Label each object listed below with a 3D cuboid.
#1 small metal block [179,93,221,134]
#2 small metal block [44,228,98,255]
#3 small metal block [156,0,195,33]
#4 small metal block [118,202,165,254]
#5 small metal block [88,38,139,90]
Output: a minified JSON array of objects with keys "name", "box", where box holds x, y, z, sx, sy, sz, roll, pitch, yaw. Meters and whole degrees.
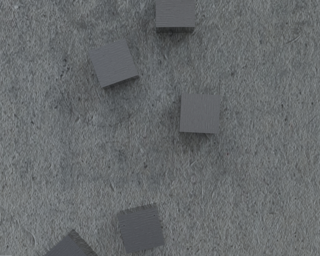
[{"name":"small metal block","box":[0.052,-0.019,0.410,0.050,0.025,0.050,3,90,0]},{"name":"small metal block","box":[-0.120,0.172,0.409,0.050,0.025,0.050,-42,90,0]},{"name":"small metal block","box":[0.020,-0.155,0.410,0.050,0.025,0.050,-1,90,0]},{"name":"small metal block","box":[-0.024,0.132,0.410,0.050,0.025,0.050,-13,90,0]},{"name":"small metal block","box":[-0.060,-0.083,0.409,0.050,0.025,0.050,-20,90,0]}]
